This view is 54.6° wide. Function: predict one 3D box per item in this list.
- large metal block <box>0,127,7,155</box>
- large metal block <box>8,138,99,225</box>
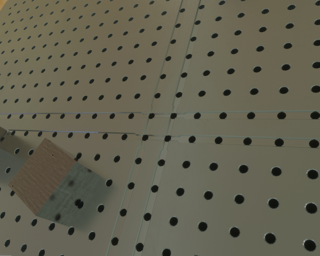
[{"bbox_3d":[-0.327,0.023,0.532,0.080,0.080,0.050,-29,52,10],"label":"large metal block"},{"bbox_3d":[-0.146,0.072,0.426,0.080,0.050,0.080,27,76,37],"label":"large metal block"}]
